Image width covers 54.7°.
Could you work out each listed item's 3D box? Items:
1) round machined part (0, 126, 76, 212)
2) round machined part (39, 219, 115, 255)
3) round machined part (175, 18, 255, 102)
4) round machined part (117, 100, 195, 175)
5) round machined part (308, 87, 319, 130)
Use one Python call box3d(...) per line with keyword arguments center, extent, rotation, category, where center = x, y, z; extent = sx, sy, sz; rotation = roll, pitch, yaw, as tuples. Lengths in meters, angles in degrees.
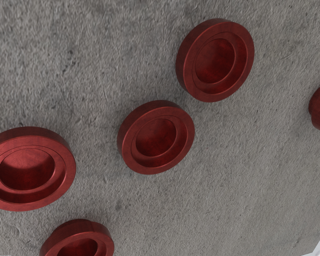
box3d(center=(-0.146, 0.040, 0.341), extent=(0.099, 0.042, 0.097), rotation=(-14, 124, -21), category="round machined part")
box3d(center=(-0.117, 0.167, 0.435), extent=(0.099, 0.042, 0.097), rotation=(-14, 124, -21), category="round machined part")
box3d(center=(0.062, -0.084, 0.378), extent=(0.099, 0.042, 0.097), rotation=(-14, 124, -21), category="round machined part")
box3d(center=(-0.008, 0.008, 0.396), extent=(0.099, 0.042, 0.097), rotation=(-14, 124, -21), category="round machined part")
box3d(center=(0.298, -0.041, 0.533), extent=(0.099, 0.042, 0.097), rotation=(-14, 124, -21), category="round machined part")
